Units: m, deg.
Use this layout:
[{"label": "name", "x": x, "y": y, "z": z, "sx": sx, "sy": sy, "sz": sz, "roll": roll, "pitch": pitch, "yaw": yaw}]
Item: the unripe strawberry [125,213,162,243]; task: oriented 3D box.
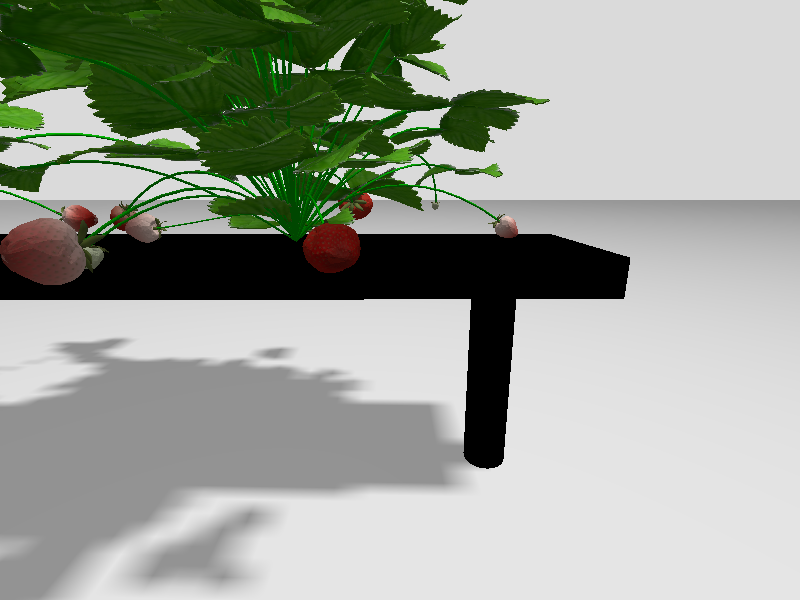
[{"label": "unripe strawberry", "x": -0.220, "y": -0.061, "z": 0.341, "sx": 0.026, "sy": 0.025, "sz": 0.024, "roll": -1, "pitch": 15, "yaw": -2}]

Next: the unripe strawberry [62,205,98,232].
[{"label": "unripe strawberry", "x": -0.331, "y": -0.084, "z": 0.415, "sx": 0.028, "sy": 0.027, "sz": 0.030, "roll": 1, "pitch": 14, "yaw": -20}]

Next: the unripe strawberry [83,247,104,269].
[{"label": "unripe strawberry", "x": -0.175, "y": -0.024, "z": 0.226, "sx": 0.014, "sy": 0.013, "sz": 0.013, "roll": 10, "pitch": 1, "yaw": 32}]

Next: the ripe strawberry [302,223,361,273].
[{"label": "ripe strawberry", "x": -0.034, "y": -0.025, "z": 0.203, "sx": 0.029, "sy": 0.026, "sz": 0.027, "roll": -6, "pitch": 30, "yaw": -20}]

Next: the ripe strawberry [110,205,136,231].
[{"label": "ripe strawberry", "x": -0.303, "y": -0.088, "z": 0.439, "sx": 0.028, "sy": 0.028, "sz": 0.026, "roll": -43, "pitch": -6, "yaw": 28}]

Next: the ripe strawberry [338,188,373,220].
[{"label": "ripe strawberry", "x": -0.062, "y": -0.136, "z": 0.570, "sx": 0.050, "sy": 0.045, "sz": 0.045, "roll": 2, "pitch": 5, "yaw": 6}]

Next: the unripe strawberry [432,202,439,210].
[{"label": "unripe strawberry", "x": 0.045, "y": -0.118, "z": 0.504, "sx": 0.009, "sy": 0.010, "sz": 0.010, "roll": 12, "pitch": 20, "yaw": 37}]

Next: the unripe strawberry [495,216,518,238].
[{"label": "unripe strawberry", "x": 0.097, "y": -0.065, "z": 0.361, "sx": 0.022, "sy": 0.019, "sz": 0.022, "roll": 32, "pitch": 10, "yaw": -12}]
